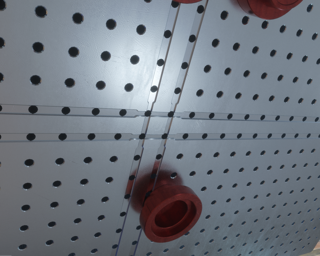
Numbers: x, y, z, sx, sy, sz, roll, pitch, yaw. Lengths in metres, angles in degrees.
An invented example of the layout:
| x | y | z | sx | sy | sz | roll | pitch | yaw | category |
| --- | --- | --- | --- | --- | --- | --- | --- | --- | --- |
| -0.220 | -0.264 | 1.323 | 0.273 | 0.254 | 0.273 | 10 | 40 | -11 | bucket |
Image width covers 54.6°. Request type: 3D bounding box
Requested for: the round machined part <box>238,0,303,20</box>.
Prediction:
| x | y | z | sx | sy | sz | roll | pitch | yaw | category |
| --- | --- | --- | --- | --- | --- | --- | --- | --- | --- |
| 0.142 | -0.178 | 0.366 | 0.099 | 0.042 | 0.097 | -14 | 124 | -21 | round machined part |

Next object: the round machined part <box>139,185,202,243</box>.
| x | y | z | sx | sy | sz | roll | pitch | yaw | category |
| --- | --- | --- | --- | --- | --- | --- | --- | --- | --- |
| 0.013 | 0.128 | 0.486 | 0.099 | 0.042 | 0.097 | -14 | 124 | -21 | round machined part |

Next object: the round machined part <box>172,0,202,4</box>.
| x | y | z | sx | sy | sz | roll | pitch | yaw | category |
| --- | --- | --- | --- | --- | --- | --- | --- | --- | --- |
| 0.033 | -0.176 | 0.309 | 0.099 | 0.042 | 0.097 | -14 | 124 | -21 | round machined part |
